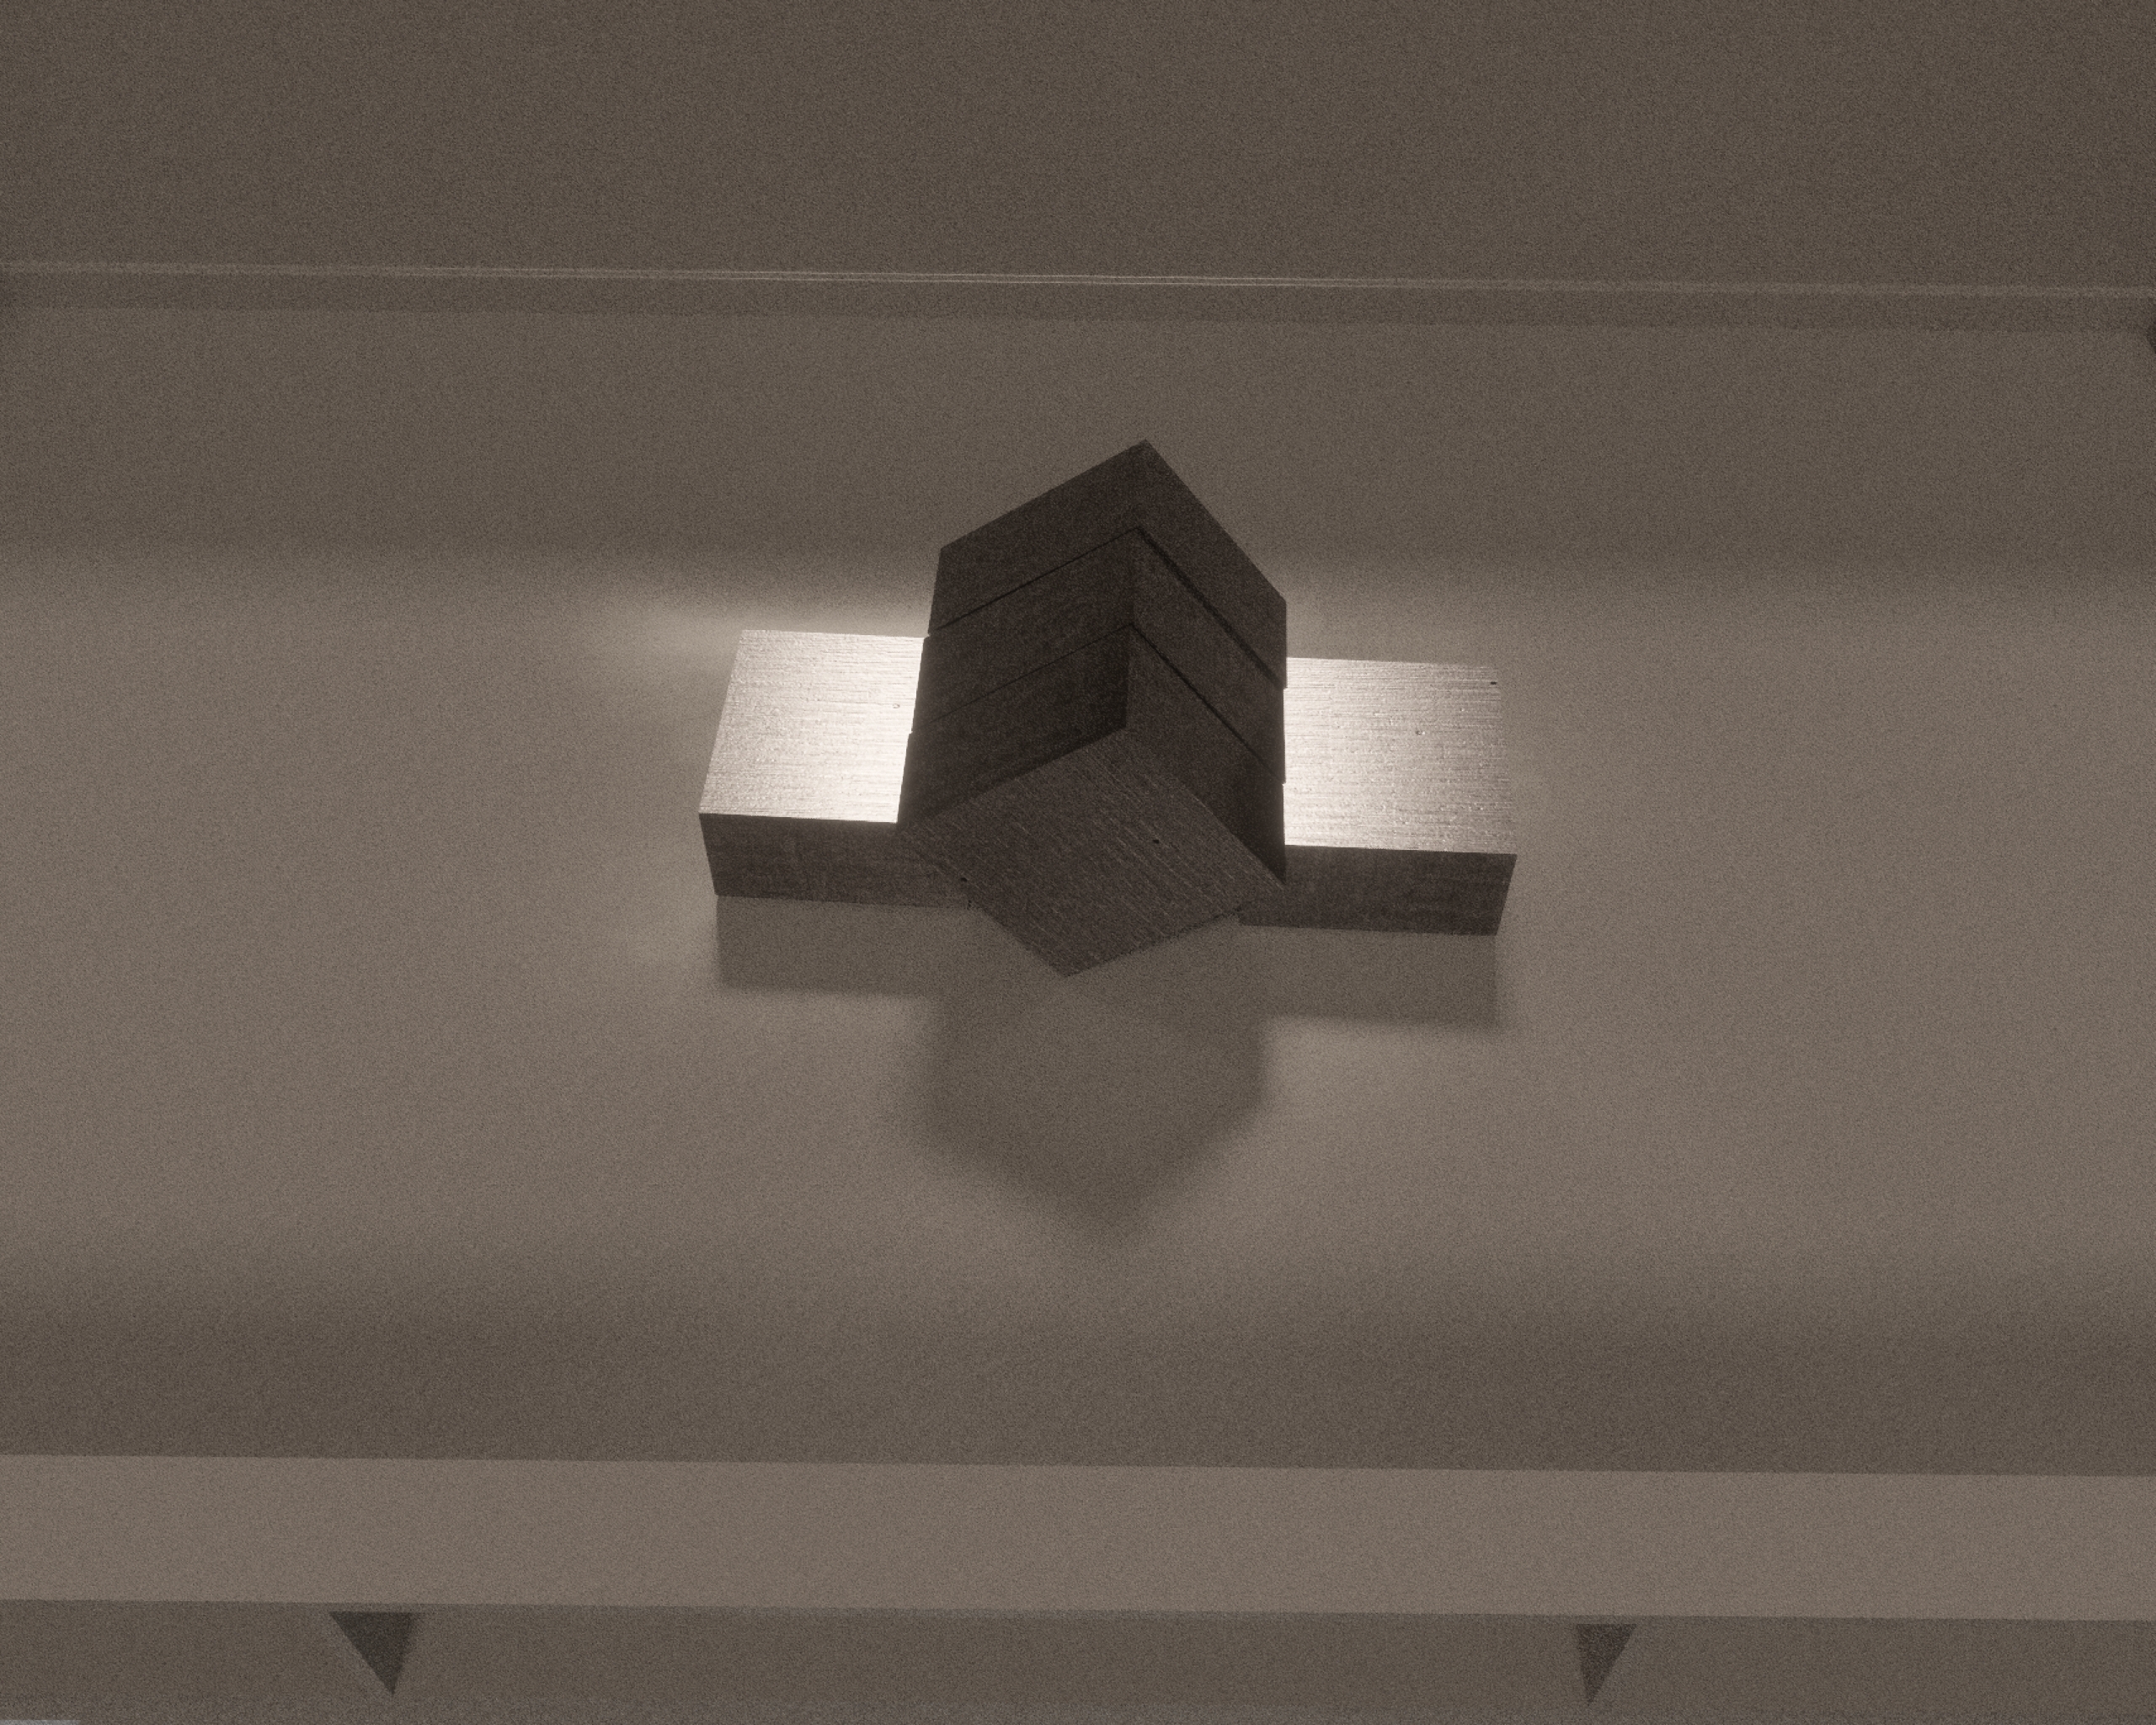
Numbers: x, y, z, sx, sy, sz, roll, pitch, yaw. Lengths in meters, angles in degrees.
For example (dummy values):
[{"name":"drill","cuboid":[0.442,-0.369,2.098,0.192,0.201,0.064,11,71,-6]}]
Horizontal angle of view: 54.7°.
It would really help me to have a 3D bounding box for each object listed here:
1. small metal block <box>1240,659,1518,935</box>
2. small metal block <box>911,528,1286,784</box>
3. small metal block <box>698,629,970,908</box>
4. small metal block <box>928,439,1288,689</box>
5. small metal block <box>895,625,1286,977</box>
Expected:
[{"name":"small metal block","cuboid":[0.058,-0.014,0.416,0.050,0.025,0.050,2,50,1]},{"name":"small metal block","cuboid":[0.005,-0.029,0.398,0.050,0.050,0.025,-24,43,28]},{"name":"small metal block","cuboid":[-0.045,-0.019,0.419,0.050,0.025,0.050,3,50,2]},{"name":"small metal block","cuboid":[0.007,-0.049,0.414,0.050,0.050,0.025,-23,43,28]},{"name":"small metal block","cuboid":[0.003,-0.010,0.382,0.050,0.050,0.025,-24,43,28]}]
